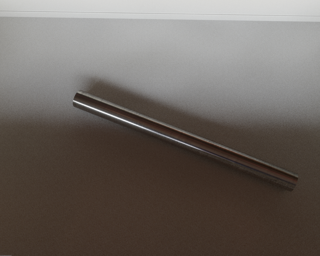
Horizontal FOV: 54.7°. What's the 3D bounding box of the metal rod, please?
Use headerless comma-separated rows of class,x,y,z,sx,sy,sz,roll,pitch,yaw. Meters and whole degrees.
metal rod,0.027,0.014,0.404,0.301,0.025,0.025,21,71,7
